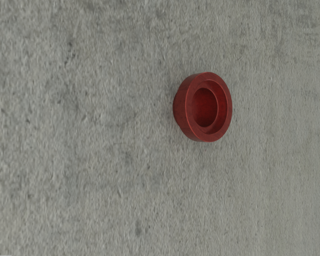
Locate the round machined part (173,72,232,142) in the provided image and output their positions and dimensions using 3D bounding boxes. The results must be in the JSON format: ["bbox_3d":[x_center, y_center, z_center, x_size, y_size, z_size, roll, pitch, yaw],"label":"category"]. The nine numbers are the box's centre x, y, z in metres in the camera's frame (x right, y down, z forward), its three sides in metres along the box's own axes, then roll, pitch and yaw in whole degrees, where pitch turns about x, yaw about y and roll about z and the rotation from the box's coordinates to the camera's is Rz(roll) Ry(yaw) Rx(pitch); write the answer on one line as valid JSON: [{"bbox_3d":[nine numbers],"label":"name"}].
[{"bbox_3d":[0.057,-0.029,0.444,0.099,0.042,0.097,0,90,-40],"label":"round machined part"}]
